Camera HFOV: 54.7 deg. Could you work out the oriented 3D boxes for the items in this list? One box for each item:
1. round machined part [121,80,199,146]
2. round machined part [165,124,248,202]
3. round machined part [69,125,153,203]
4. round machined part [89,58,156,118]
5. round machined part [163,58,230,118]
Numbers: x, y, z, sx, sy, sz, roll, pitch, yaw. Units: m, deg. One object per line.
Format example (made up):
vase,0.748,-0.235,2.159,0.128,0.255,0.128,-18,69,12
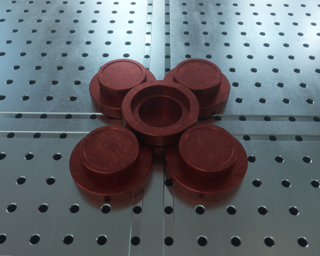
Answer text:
round machined part,0.001,-0.015,0.407,0.099,0.042,0.098,0,50,0
round machined part,0.055,0.034,0.368,0.099,0.042,0.098,0,50,0
round machined part,-0.058,0.035,0.367,0.099,0.042,0.098,0,50,0
round machined part,-0.053,-0.063,0.448,0.099,0.042,0.098,0,50,0
round machined part,0.053,-0.064,0.450,0.099,0.042,0.098,0,50,0
